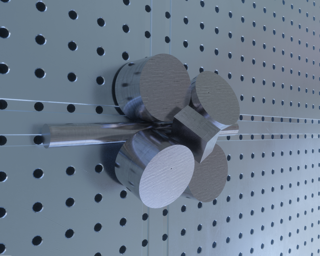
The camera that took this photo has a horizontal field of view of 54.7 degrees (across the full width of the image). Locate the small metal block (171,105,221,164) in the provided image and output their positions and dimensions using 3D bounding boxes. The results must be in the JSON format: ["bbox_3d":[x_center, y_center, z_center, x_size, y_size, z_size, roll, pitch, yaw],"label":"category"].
[{"bbox_3d":[0.041,0.008,0.377,0.025,0.050,0.050,-40,157,-27],"label":"small metal block"}]

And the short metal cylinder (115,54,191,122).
[{"bbox_3d":[-0.007,-0.047,0.382,0.081,0.050,0.079,0,90,-40],"label":"short metal cylinder"}]

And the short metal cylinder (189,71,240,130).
[{"bbox_3d":[0.062,-0.030,0.423,0.081,0.050,0.080,19,56,-31],"label":"short metal cylinder"}]

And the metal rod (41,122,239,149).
[{"bbox_3d":[0.002,0.004,0.406,0.302,0.025,0.025,-2,92,-40],"label":"metal rod"}]

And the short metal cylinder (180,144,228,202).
[{"bbox_3d":[0.049,0.058,0.429,0.081,0.050,0.079,0,90,-40],"label":"short metal cylinder"}]

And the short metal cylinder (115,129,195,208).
[{"bbox_3d":[-0.006,0.047,0.368,0.081,0.050,0.079,-19,122,-33],"label":"short metal cylinder"}]
